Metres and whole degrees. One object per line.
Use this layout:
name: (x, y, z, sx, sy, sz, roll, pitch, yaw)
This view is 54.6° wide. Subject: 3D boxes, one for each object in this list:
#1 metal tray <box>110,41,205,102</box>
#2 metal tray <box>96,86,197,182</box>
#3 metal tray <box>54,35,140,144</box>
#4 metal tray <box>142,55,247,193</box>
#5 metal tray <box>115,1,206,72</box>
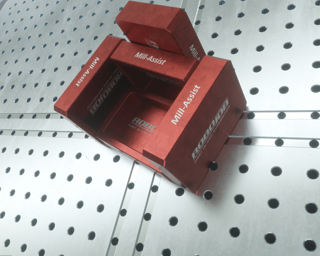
metal tray: (0.007, -0.062, 0.401, 0.130, 0.090, 0.030, 24, 76, 36)
metal tray: (-0.013, 0.002, 0.411, 0.130, 0.030, 0.090, 24, 75, 36)
metal tray: (-0.076, -0.053, 0.439, 0.030, 0.090, 0.130, 24, 75, 36)
metal tray: (0.045, -0.003, 0.344, 0.030, 0.090, 0.130, 24, 75, 36)
metal tray: (0.012, -0.097, 0.394, 0.090, 0.130, 0.030, 25, 76, 36)
